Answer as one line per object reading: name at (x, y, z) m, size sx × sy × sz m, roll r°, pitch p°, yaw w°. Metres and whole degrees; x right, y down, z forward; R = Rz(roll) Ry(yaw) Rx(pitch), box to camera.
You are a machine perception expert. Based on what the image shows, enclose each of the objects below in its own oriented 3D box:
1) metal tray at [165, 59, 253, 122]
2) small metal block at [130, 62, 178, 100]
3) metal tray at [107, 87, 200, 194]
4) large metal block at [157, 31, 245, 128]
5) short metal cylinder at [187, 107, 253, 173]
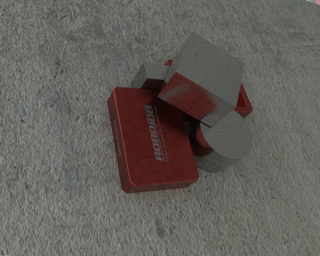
metal tray at (0.071, -0.056, 0.474) m, size 0.131 × 0.030 × 0.090 m, roll -2°, pitch 63°, yaw -29°
small metal block at (-0.007, -0.061, 0.423) m, size 0.050 × 0.050 × 0.025 m, roll 1°, pitch 62°, yaw -28°
metal tray at (-0.011, 0.012, 0.390) m, size 0.091 × 0.030 × 0.130 m, roll 1°, pitch 62°, yaw -28°
large metal block at (0.053, -0.061, 0.389) m, size 0.080 × 0.050 × 0.080 m, roll 29°, pitch 52°, yaw -10°
short metal cylinder at (0.077, 0.015, 0.421) m, size 0.081 × 0.050 × 0.080 m, roll 13°, pitch 57°, yaw -20°
